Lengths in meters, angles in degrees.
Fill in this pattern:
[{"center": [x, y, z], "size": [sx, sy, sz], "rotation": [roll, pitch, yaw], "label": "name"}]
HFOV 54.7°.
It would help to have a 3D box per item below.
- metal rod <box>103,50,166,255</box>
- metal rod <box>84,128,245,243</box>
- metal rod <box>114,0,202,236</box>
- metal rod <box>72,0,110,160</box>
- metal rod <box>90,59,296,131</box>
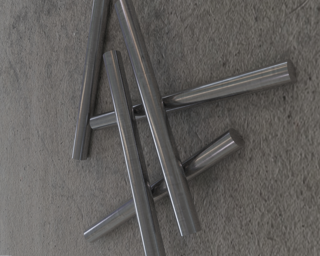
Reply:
[{"center": [-0.032, 0.042, 0.397], "size": [0.025, 0.025, 0.299], "rotation": [-22, 76, 38], "label": "metal rod"}, {"center": [-0.014, 0.091, 0.416], "size": [0.299, 0.025, 0.025], "rotation": [-40, 66, 32], "label": "metal rod"}, {"center": [-0.007, -0.024, 0.376], "size": [0.025, 0.025, 0.299], "rotation": [-27, 73, 37], "label": "metal rod"}, {"center": [-0.108, -0.095, 0.494], "size": [0.025, 0.025, 0.298], "rotation": [17, 101, 39], "label": "metal rod"}, {"center": [0.013, -0.031, 0.393], "size": [0.300, 0.025, 0.025], "rotation": [-12, 83, 39], "label": "metal rod"}]
